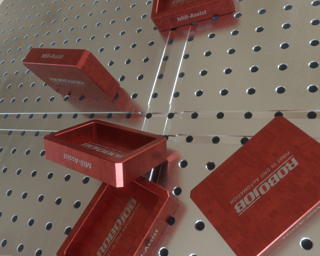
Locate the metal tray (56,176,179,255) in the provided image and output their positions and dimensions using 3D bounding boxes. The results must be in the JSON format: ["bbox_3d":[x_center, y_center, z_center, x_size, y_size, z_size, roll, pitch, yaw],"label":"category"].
[{"bbox_3d":[-0.049,0.116,0.357,0.090,0.030,0.130,22,73,35],"label":"metal tray"}]

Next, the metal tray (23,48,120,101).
[{"bbox_3d":[-0.139,-0.084,0.488,0.130,0.090,0.030,10,67,32],"label":"metal tray"}]

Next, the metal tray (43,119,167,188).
[{"bbox_3d":[-0.068,0.025,0.388,0.130,0.030,0.091,13,24,33],"label":"metal tray"}]

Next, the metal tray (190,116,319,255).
[{"bbox_3d":[0.107,0.060,0.312,0.130,0.030,0.090,-41,51,-1],"label":"metal tray"}]

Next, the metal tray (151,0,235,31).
[{"bbox_3d":[0.054,-0.215,0.507,0.130,0.030,0.090,-7,58,23],"label":"metal tray"}]
